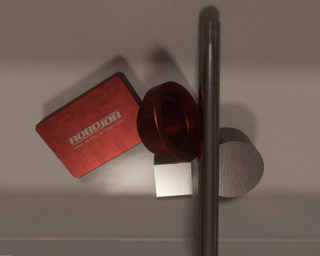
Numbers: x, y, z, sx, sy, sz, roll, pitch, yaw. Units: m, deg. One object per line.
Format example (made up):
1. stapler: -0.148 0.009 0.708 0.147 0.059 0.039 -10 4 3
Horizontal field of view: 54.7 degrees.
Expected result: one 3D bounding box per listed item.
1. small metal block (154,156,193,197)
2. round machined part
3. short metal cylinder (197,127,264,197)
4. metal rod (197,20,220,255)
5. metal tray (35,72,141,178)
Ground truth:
1. small metal block: 0.019 0.067 0.436 0.050 0.025 0.050 -5 110 1
2. round machined part: 0.009 -0.004 0.378 0.042 0.098 0.098 -17 112 37
3. short metal cylinder: 0.092 0.045 0.416 0.081 0.050 0.079 0 110 -1
4. metal rod: 0.058 0.025 0.370 0.025 0.025 0.298 0 91 -1
5. metal tray: -0.081 -0.002 0.407 0.130 0.030 0.090 -30 108 10
